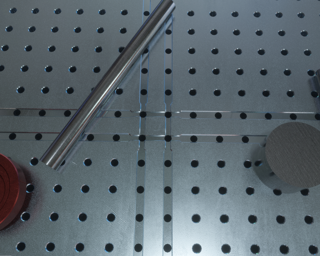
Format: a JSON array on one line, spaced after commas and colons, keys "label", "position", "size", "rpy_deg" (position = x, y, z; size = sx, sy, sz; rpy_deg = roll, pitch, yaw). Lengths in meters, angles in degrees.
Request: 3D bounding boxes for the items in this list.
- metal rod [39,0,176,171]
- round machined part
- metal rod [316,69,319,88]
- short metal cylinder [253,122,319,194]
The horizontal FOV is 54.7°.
[{"label": "metal rod", "position": [-0.064, -0.073, 0.437], "size": [0.025, 0.025, 0.300], "rpy_deg": [30, 72, 10]}, {"label": "round machined part", "position": [-0.210, 0.079, 0.371], "size": [0.099, 0.042, 0.098], "rpy_deg": [0, 70, -1]}, {"label": "metal rod", "position": [0.249, 0.057, 0.393], "size": [0.025, 0.025, 0.299], "rpy_deg": [-4, 70, -2]}, {"label": "short metal cylinder", "position": [0.164, 0.038, 0.387], "size": [0.081, 0.050, 0.080], "rpy_deg": [0, 70, 0]}]
